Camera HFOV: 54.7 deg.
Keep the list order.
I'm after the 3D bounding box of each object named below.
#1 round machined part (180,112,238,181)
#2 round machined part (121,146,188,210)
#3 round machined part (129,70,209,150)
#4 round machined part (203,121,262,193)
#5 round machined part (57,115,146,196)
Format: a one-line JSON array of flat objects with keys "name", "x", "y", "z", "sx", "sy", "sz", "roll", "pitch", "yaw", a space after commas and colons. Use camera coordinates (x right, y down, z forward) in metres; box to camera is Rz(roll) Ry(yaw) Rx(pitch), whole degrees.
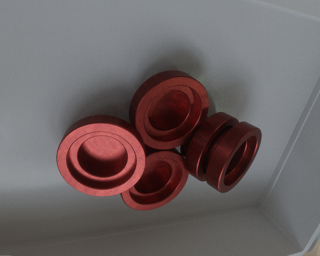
[{"name": "round machined part", "x": 0.066, "y": 0.021, "z": 0.431, "sx": 0.099, "sy": 0.042, "sz": 0.097, "roll": -33, "pitch": 139, "yaw": -34}, {"name": "round machined part", "x": -0.013, "y": 0.062, "z": 0.426, "sx": 0.099, "sy": 0.042, "sz": 0.097, "roll": -14, "pitch": 124, "yaw": -21}, {"name": "round machined part", "x": 0.008, "y": -0.025, "z": 0.383, "sx": 0.099, "sy": 0.042, "sz": 0.097, "roll": -14, "pitch": 124, "yaw": -21}, {"name": "round machined part", "x": 0.091, "y": 0.034, "z": 0.416, "sx": 0.099, "sy": 0.042, "sz": 0.097, "roll": -33, "pitch": 140, "yaw": -34}, {"name": "round machined part", "x": -0.066, "y": 0.028, "z": 0.364, "sx": 0.099, "sy": 0.042, "sz": 0.097, "roll": -2, "pitch": 116, "yaw": -4}]
